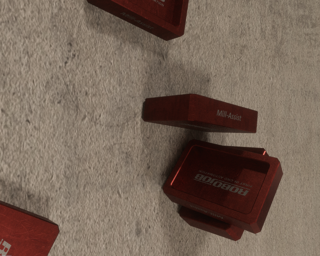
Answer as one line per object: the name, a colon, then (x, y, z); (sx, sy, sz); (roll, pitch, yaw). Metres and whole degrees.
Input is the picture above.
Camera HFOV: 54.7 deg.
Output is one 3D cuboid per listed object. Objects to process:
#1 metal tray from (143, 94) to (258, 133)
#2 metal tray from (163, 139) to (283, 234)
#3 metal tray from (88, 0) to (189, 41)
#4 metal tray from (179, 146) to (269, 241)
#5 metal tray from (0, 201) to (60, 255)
metal tray: (0.055, -0.016, 0.410); (0.131, 0.090, 0.030); (9, 84, -40)
metal tray: (0.079, 0.069, 0.403); (0.090, 0.130, 0.030); (-58, 139, -24)
metal tray: (-0.021, -0.175, 0.385); (0.131, 0.030, 0.090); (14, 81, -39)
metal tray: (0.095, 0.086, 0.444); (0.030, 0.090, 0.130); (50, 61, -29)
metal tray: (-0.160, 0.130, 0.268); (0.090, 0.030, 0.130); (37, 67, -34)
